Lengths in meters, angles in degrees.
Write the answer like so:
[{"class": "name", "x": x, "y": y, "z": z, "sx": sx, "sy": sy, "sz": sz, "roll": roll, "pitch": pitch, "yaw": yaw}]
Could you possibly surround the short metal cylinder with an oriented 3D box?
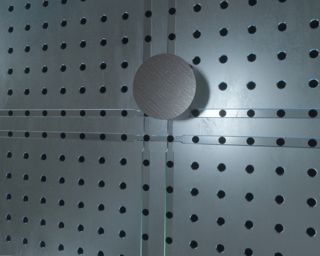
[{"class": "short metal cylinder", "x": 0.012, "y": -0.050, "z": 0.395, "sx": 0.080, "sy": 0.050, "sz": 0.080, "roll": 0, "pitch": 90, "yaw": 20}]
